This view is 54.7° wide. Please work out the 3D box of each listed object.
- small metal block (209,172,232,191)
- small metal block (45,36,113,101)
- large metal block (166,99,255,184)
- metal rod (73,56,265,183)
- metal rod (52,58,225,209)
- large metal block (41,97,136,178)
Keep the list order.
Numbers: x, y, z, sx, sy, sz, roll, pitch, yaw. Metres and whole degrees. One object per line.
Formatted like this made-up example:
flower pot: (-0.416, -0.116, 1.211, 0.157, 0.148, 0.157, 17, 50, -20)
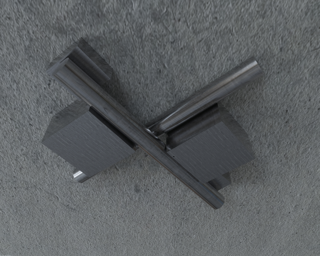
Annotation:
small metal block: (0.072, 0.074, 0.474, 0.050, 0.025, 0.050, -36, 122, 26)
small metal block: (-0.090, -0.066, 0.352, 0.050, 0.025, 0.050, -30, 124, 23)
large metal block: (0.065, 0.019, 0.409, 0.080, 0.050, 0.080, -32, 124, 24)
metal rod: (-0.005, 0.000, 0.410, 0.300, 0.025, 0.025, -32, 124, 24)
metal rod: (-0.008, 0.024, 0.396, 0.025, 0.025, 0.300, -32, 124, 24)
large metal block: (-0.086, 0.007, 0.395, 0.080, 0.050, 0.080, -30, 124, 23)
